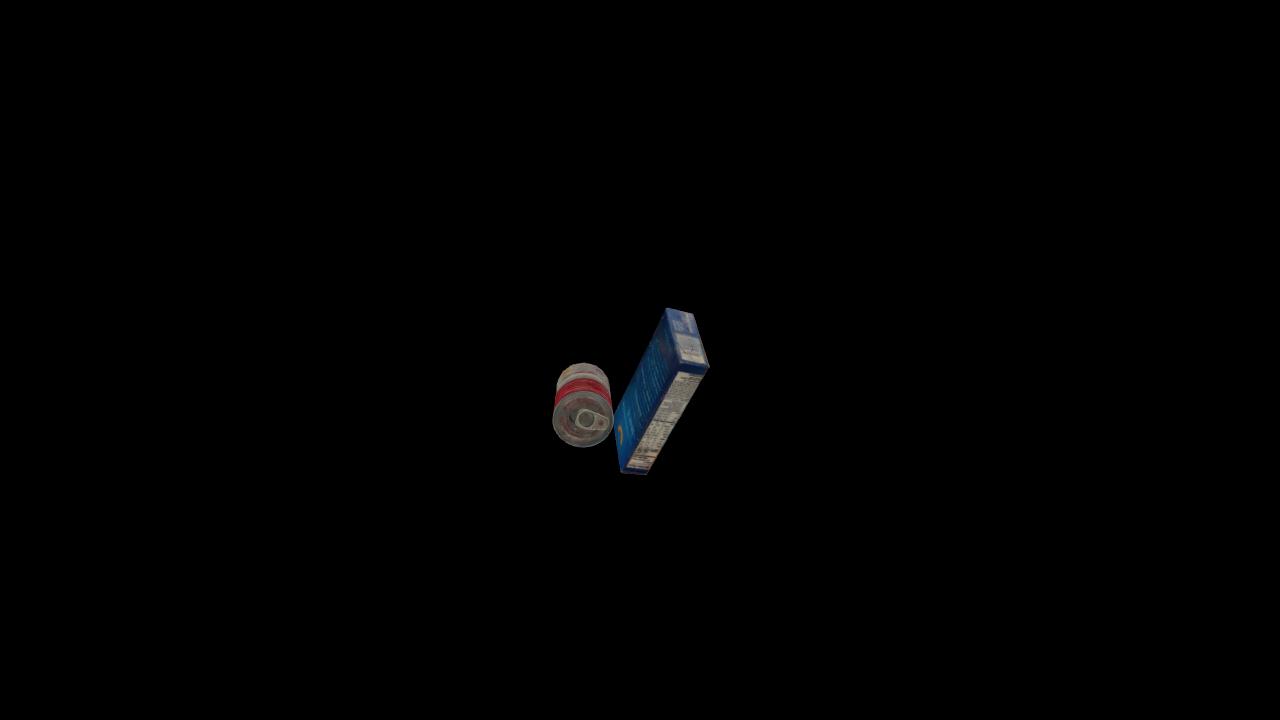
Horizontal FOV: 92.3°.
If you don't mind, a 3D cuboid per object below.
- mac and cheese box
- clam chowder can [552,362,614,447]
[{"bbox_3d":[0.018,0.040,0.713,0.041,0.184,0.093,10,40,-20],"label":"mac and cheese box"},{"bbox_3d":[-0.066,0.049,0.718,0.068,0.068,0.102,0,19,-5],"label":"clam chowder can"}]
